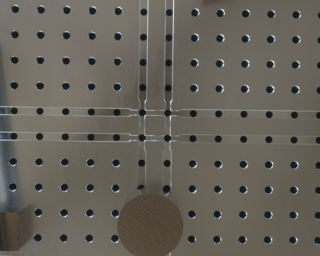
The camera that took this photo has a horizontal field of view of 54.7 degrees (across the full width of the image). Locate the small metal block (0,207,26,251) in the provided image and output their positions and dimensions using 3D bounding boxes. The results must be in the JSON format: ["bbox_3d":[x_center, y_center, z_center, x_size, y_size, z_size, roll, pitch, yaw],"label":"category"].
[{"bbox_3d":[-0.209,0.133,0.411,0.050,0.025,0.050,0,90,-1],"label":"small metal block"}]

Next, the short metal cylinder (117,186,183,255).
[{"bbox_3d":[-0.012,0.119,0.401,0.081,0.050,0.079,0,90,-1],"label":"short metal cylinder"}]
